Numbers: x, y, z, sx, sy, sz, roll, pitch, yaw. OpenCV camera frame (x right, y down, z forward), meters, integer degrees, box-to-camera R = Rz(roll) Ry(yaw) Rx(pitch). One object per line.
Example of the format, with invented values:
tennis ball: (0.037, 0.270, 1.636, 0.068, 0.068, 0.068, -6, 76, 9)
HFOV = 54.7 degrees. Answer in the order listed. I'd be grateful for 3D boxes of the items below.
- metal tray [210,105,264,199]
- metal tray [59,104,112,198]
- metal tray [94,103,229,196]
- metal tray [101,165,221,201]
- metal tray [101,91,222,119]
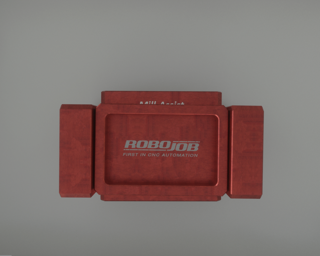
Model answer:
metal tray: (0.083, 0.022, 0.357, 0.030, 0.130, 0.089, 1, 91, 0)
metal tray: (-0.080, 0.021, 0.357, 0.030, 0.130, 0.089, 1, 91, 0)
metal tray: (0.001, 0.021, 0.317, 0.131, 0.030, 0.089, 1, 90, 0)
metal tray: (0.001, 0.064, 0.376, 0.131, 0.090, 0.030, 0, 90, 0)
metal tray: (0.002, -0.025, 0.376, 0.131, 0.090, 0.030, 0, 91, 0)
